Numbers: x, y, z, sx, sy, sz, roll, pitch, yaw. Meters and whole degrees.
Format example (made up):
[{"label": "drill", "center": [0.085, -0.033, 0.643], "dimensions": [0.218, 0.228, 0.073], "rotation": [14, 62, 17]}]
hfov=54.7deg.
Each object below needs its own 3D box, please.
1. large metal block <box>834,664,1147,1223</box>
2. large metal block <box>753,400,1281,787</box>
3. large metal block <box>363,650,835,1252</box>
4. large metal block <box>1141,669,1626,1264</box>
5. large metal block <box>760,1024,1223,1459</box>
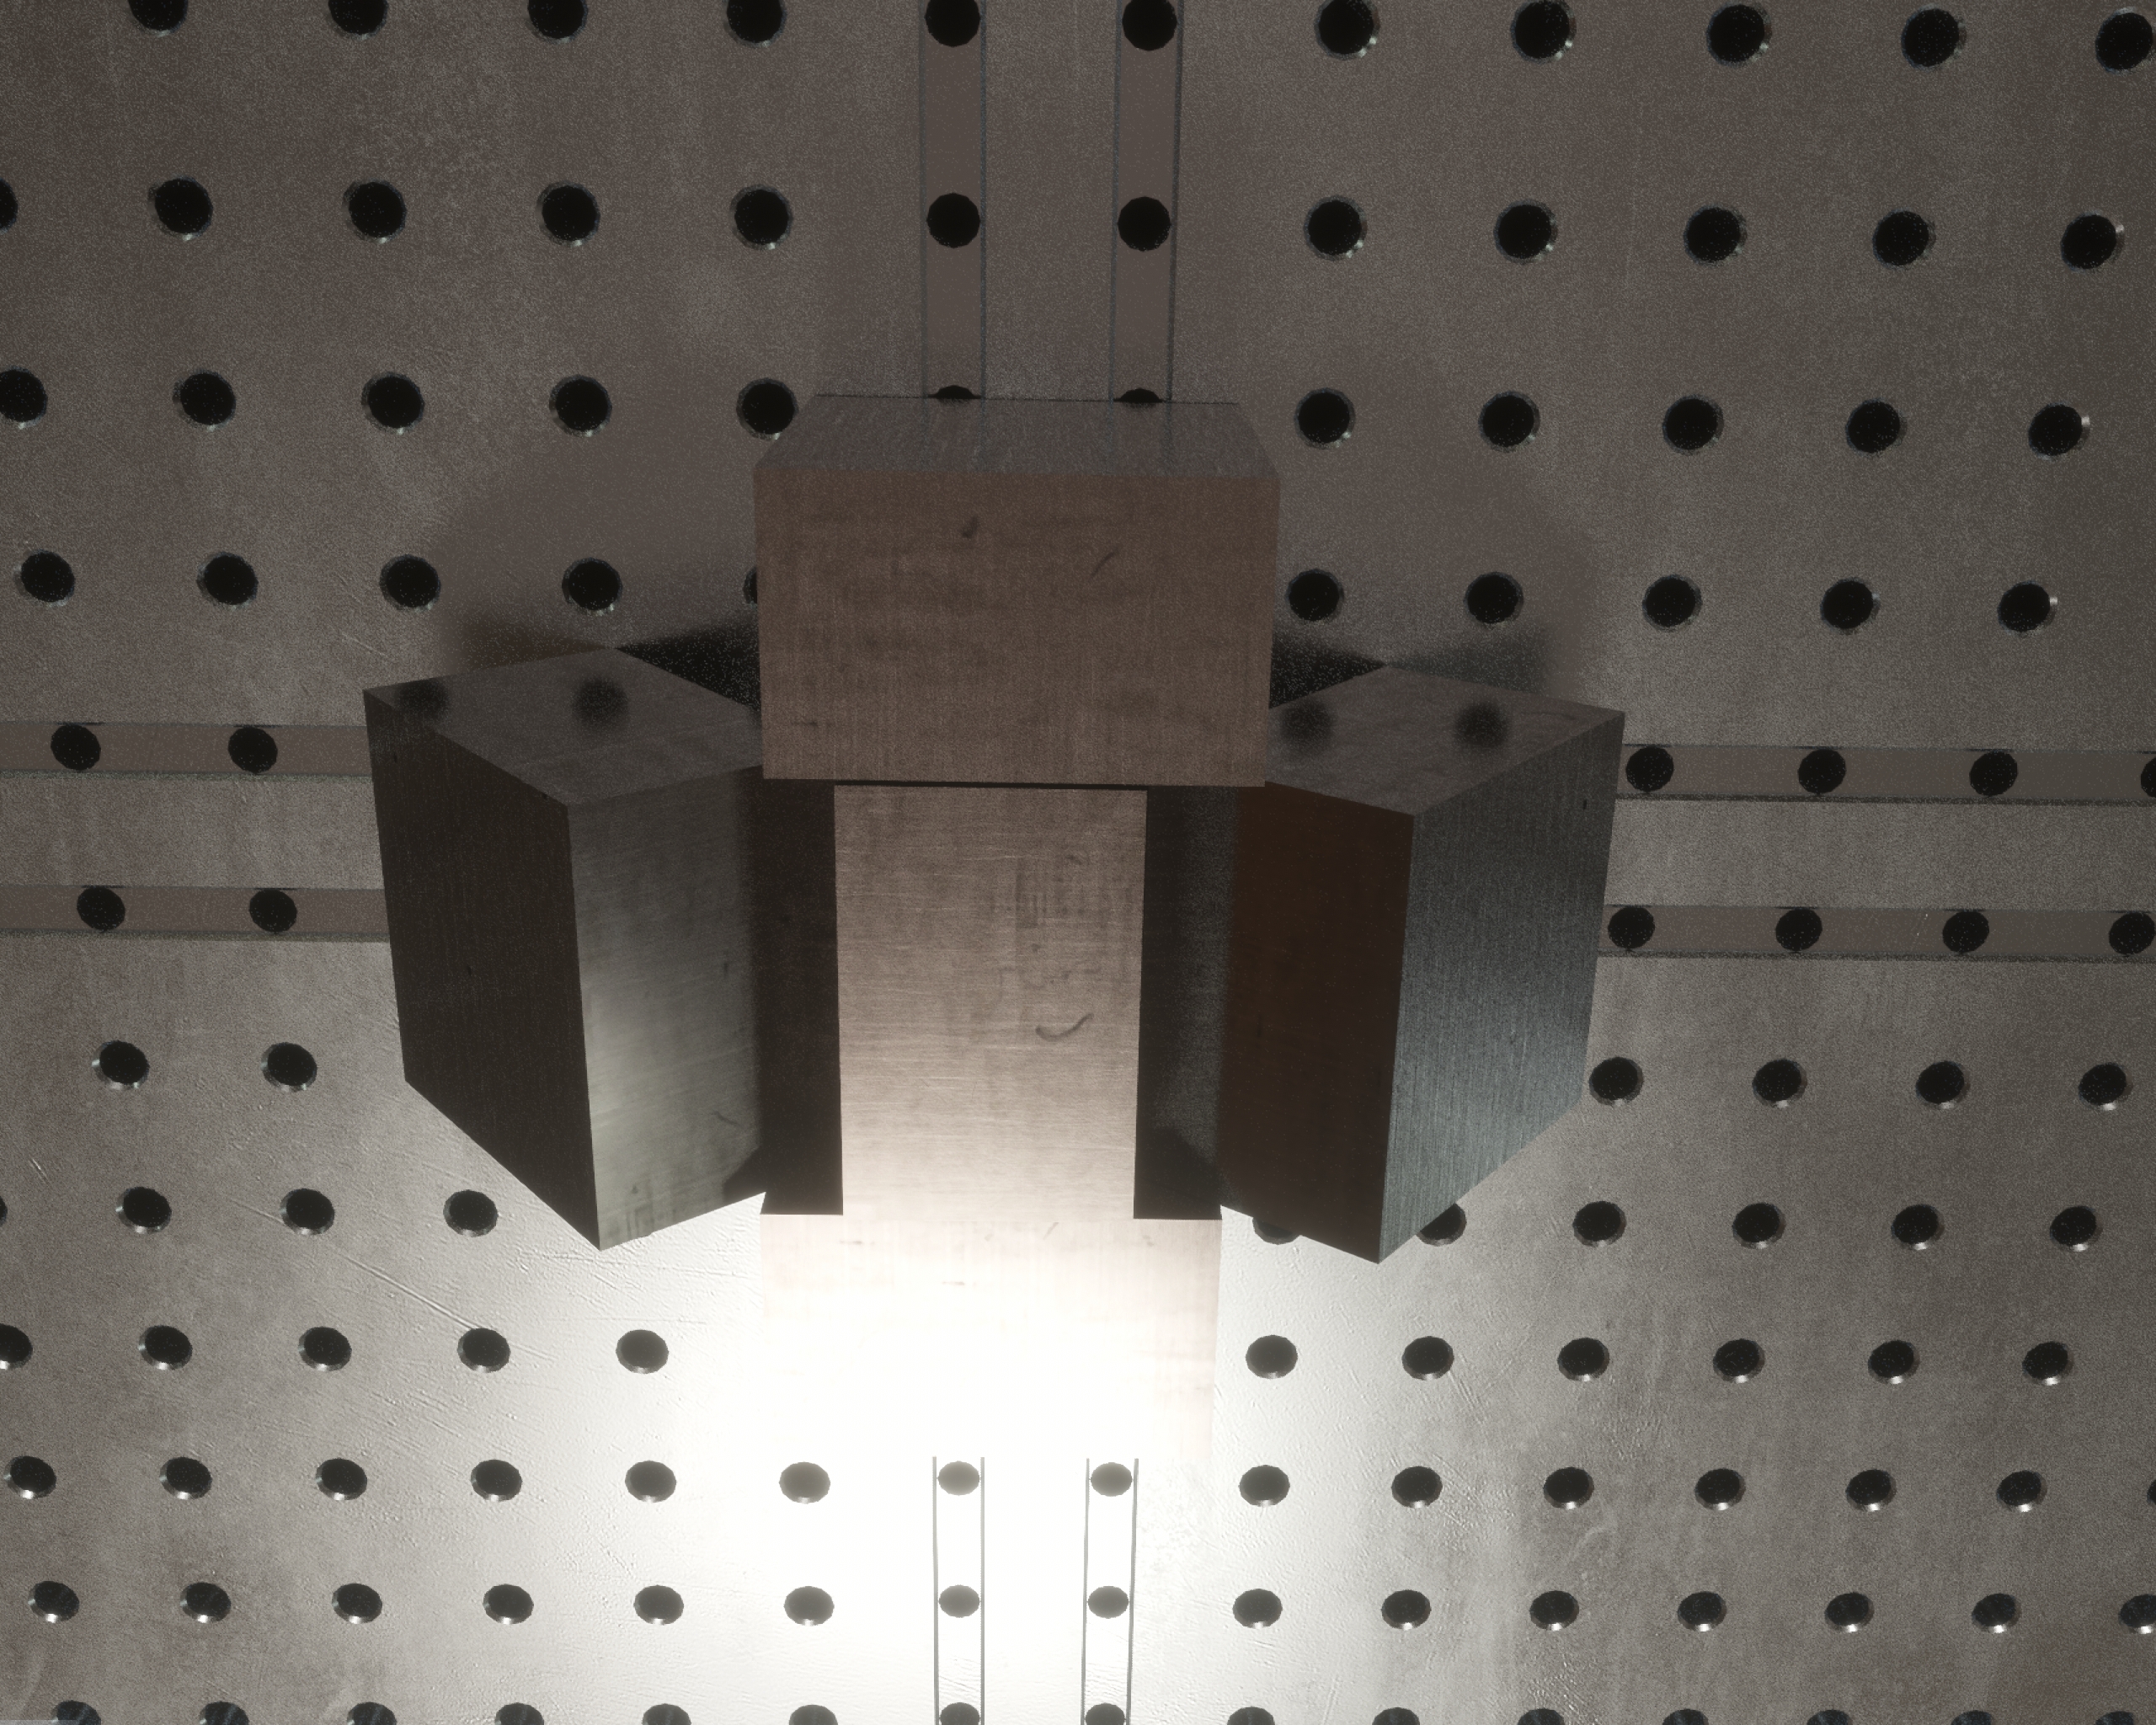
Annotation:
[{"label": "large metal block", "center": [-0.015, 0.011, 0.387], "dimensions": [0.050, 0.080, 0.079], "rotation": [1, 110, -1]}, {"label": "large metal block", "center": [-0.010, -0.050, 0.364], "dimensions": [0.081, 0.080, 0.050], "rotation": [1, 110, -1]}, {"label": "large metal block", "center": [-0.086, 0.012, 0.380], "dimensions": [0.050, 0.080, 0.079], "rotation": [-16, 116, -37]}, {"label": "large metal block", "center": [0.056, 0.014, 0.381], "dimensions": [0.050, 0.081, 0.079], "rotation": [15, 114, 34]}, {"label": "large metal block", "center": [-0.016, 0.071, 0.409], "dimensions": [0.081, 0.080, 0.050], "rotation": [1, 110, -1]}]
